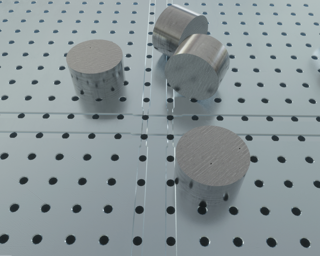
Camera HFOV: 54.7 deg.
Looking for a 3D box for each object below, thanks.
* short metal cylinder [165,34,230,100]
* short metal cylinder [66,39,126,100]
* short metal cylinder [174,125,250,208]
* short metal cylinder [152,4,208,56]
[{"bbox_3d":[0.054,-0.087,0.445,0.080,0.080,0.050,20,53,16],"label":"short metal cylinder"},{"bbox_3d":[-0.094,-0.089,0.465,0.081,0.050,0.080,0,50,0],"label":"short metal cylinder"},{"bbox_3d":[0.057,0.044,0.355,0.081,0.050,0.080,0,50,0],"label":"short metal cylinder"},{"bbox_3d":[0.033,-0.151,0.499,0.050,0.080,0.080,34,58,25],"label":"short metal cylinder"}]
